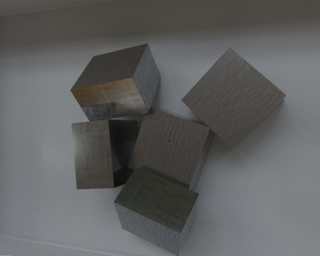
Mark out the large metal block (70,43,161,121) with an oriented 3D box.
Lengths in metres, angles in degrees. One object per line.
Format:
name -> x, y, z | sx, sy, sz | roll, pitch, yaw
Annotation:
large metal block -> -0.052, -0.057, 0.391 | 0.080, 0.080, 0.050 | -8, 129, 20

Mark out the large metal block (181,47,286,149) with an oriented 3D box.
large metal block -> 0.087, -0.033, 0.365 | 0.080, 0.050, 0.080 | 45, 104, 14

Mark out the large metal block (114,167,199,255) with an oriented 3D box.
large metal block -> -0.003, 0.102, 0.373 | 0.080, 0.080, 0.050 | 21, 55, 17

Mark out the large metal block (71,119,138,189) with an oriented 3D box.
large metal block -> -0.066, 0.032, 0.402 | 0.050, 0.080, 0.080 | -6, 88, 20

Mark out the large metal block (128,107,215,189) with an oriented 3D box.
large metal block -> 0.017, 0.024, 0.390 | 0.080, 0.050, 0.080 | 20, 97, 18
